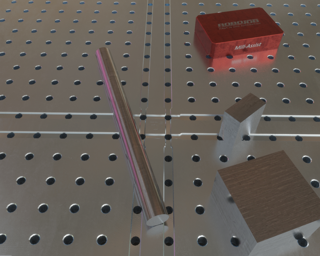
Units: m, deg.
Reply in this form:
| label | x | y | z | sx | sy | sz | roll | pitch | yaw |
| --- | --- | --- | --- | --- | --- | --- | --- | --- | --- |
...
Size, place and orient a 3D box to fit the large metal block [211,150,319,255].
| label | x | y | z | sx | sy | sz | roll | pitch | yaw |
| --- | --- | --- | --- | --- | --- | --- | --- | --- | --- |
| large metal block | 0.111 | 0.079 | 0.327 | 0.081 | 0.050 | 0.080 | -15 | 52 | -13 |

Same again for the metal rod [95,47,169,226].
| label | x | y | z | sx | sy | sz | roll | pitch | yaw |
| --- | --- | --- | --- | --- | --- | --- | --- | --- | --- |
| metal rod | -0.048 | -0.013 | 0.417 | 0.025 | 0.025 | 0.299 | -14 | 51 | -12 |

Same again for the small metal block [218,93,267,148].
| label | x | y | z | sx | sy | sz | roll | pitch | yaw |
| --- | --- | --- | --- | --- | --- | --- | --- | --- | --- |
| small metal block | 0.106 | -0.010 | 0.401 | 0.050 | 0.050 | 0.025 | -34 | 58 | -25 |

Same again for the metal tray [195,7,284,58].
| label | x | y | z | sx | sy | sz | roll | pitch | yaw |
| --- | --- | --- | --- | --- | --- | --- | --- | --- | --- |
| metal tray | 0.138 | -0.172 | 0.550 | 0.131 | 0.030 | 0.090 | -11 | 51 | -10 |
